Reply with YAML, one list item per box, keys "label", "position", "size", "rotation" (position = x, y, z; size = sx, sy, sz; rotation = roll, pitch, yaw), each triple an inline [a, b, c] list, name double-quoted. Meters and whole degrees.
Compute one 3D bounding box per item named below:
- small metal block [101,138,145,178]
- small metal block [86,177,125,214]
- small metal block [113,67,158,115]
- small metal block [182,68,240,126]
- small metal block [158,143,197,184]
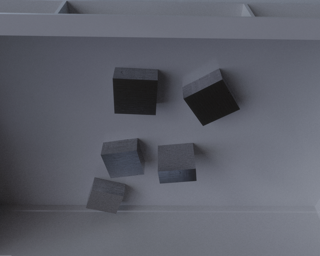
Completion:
- label: "small metal block"
  position: [-0.052, 0.044, 0.446]
  size: [0.050, 0.025, 0.050]
  rotation: [-8, 130, 6]
- label: "small metal block"
  position: [-0.088, 0.110, 0.502]
  size: [0.050, 0.025, 0.050]
  rotation: [15, 129, -13]
- label: "small metal block"
  position: [-0.029, -0.044, 0.372]
  size: [0.050, 0.025, 0.050]
  rotation: [2, 130, -2]
- label: "small metal block"
  position: [0.062, -0.037, 0.378]
  size: [0.050, 0.025, 0.050]
  rotation: [-26, 126, 20]
- label: "small metal block"
  position: [0.023, 0.049, 0.434]
  size: [0.050, 0.050, 0.025]
  rotation: [-5, 130, 4]
